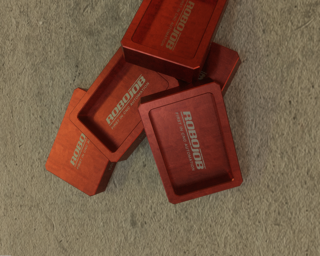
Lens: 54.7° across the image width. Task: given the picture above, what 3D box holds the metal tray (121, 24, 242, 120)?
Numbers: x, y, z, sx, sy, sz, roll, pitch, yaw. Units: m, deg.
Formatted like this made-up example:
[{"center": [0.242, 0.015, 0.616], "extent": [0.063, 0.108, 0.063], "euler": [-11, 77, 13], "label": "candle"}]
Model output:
[{"center": [0.025, -0.076, 0.398], "extent": [0.130, 0.030, 0.090], "euler": [28, 99, 17], "label": "metal tray"}]

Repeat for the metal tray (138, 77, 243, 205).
[{"center": [0.036, 0.017, 0.358], "extent": [0.090, 0.030, 0.129], "euler": [-17, 109, 2], "label": "metal tray"}]

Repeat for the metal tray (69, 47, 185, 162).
[{"center": [-0.043, -0.032, 0.390], "extent": [0.090, 0.030, 0.130], "euler": [43, 103, 14], "label": "metal tray"}]

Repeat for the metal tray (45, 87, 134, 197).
[{"center": [-0.100, 0.019, 0.441], "extent": [0.090, 0.030, 0.129], "euler": [26, 98, 17], "label": "metal tray"}]

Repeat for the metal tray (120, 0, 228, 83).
[{"center": [0.021, -0.125, 0.363], "extent": [0.090, 0.030, 0.130], "euler": [20, 69, 8], "label": "metal tray"}]
